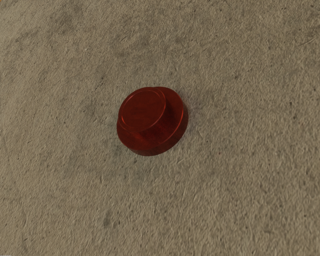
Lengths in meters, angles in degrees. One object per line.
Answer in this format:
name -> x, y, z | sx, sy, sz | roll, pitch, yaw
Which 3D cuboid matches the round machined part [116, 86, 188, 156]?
round machined part -> -0.016, -0.015, 0.410 | 0.098, 0.042, 0.098 | -13, 56, 20
